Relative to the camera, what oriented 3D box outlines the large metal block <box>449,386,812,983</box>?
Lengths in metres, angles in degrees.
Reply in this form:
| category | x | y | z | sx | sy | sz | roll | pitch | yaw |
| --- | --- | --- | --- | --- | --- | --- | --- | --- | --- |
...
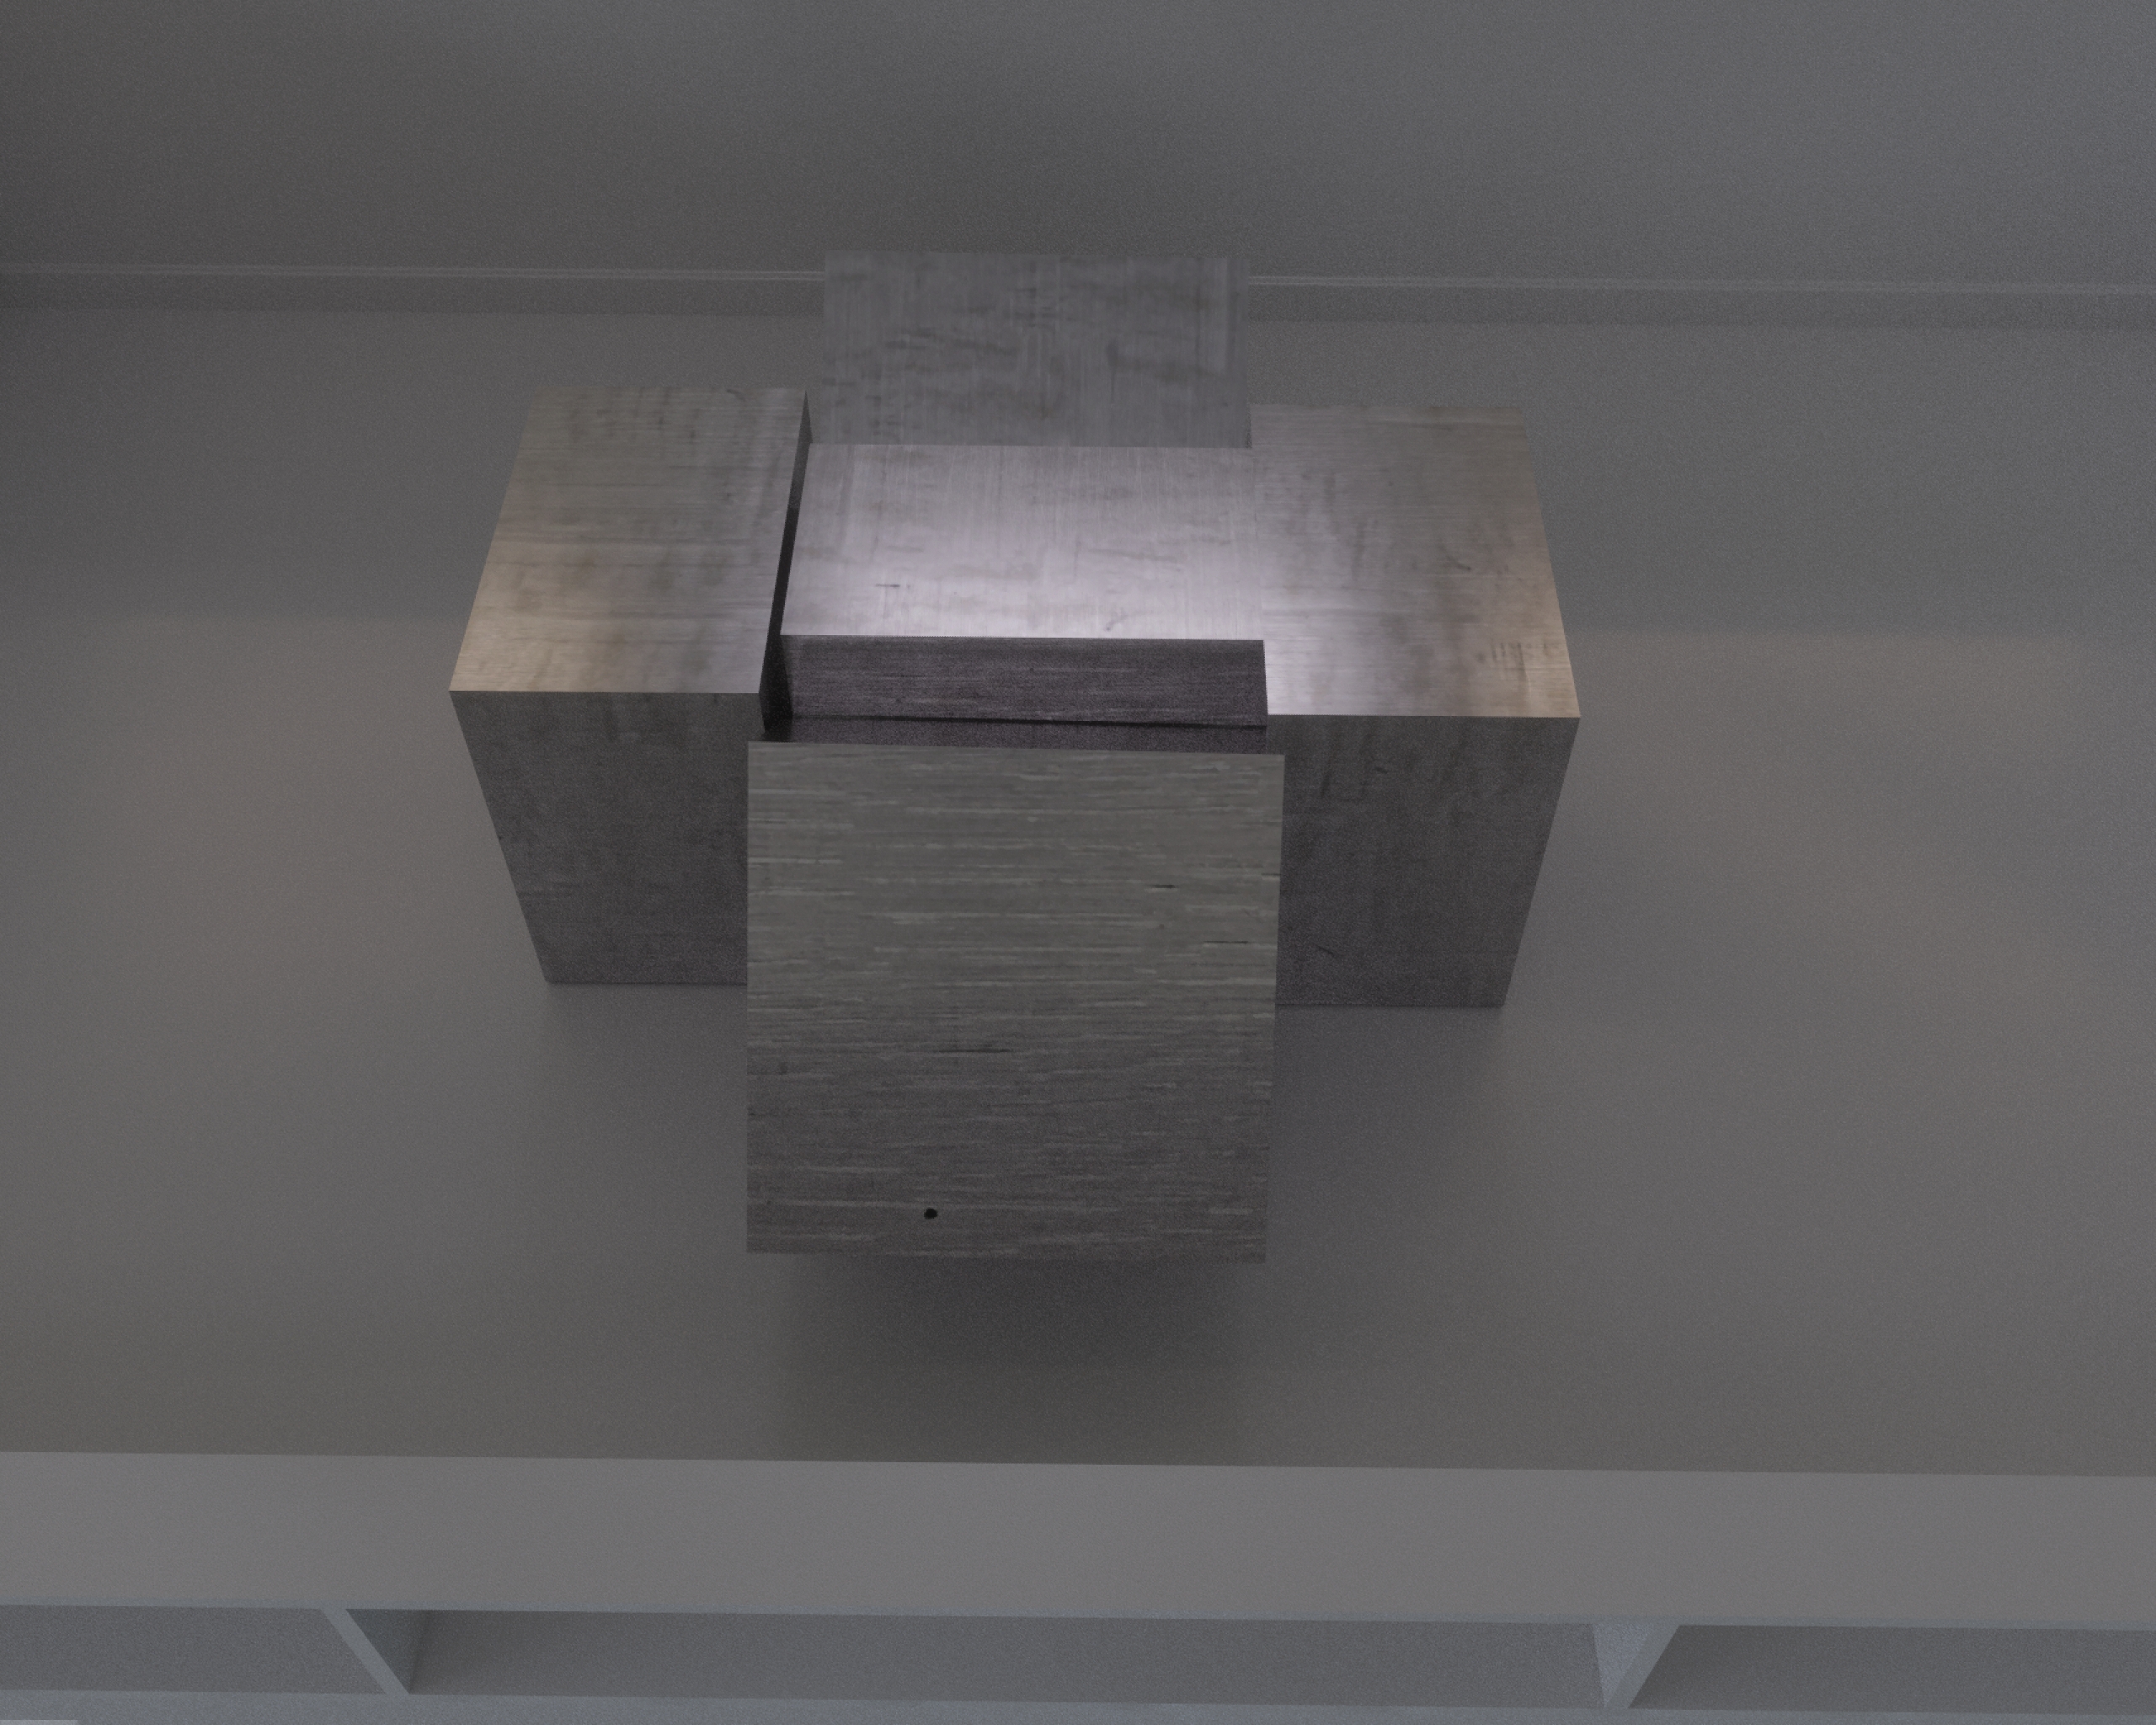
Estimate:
| category | x | y | z | sx | sy | sz | roll | pitch | yaw |
| --- | --- | --- | --- | --- | --- | --- | --- | --- | --- |
| large metal block | -0.076 | -0.033 | 0.395 | 0.050 | 0.080 | 0.080 | 1 | 50 | 0 |

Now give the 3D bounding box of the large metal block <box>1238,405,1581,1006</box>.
| category | x | y | z | sx | sy | sz | roll | pitch | yaw |
| --- | --- | --- | --- | --- | --- | --- | --- | --- | --- |
| large metal block | 0.057 | -0.029 | 0.392 | 0.050 | 0.080 | 0.080 | 1 | 50 | 1 |

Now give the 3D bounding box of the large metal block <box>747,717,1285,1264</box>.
| category | x | y | z | sx | sy | sz | roll | pitch | yaw |
| --- | --- | --- | --- | --- | --- | --- | --- | --- | --- |
| large metal block | -0.010 | 0.019 | 0.343 | 0.081 | 0.079 | 0.050 | 1 | 8 | -1 |

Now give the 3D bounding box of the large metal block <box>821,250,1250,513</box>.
| category | x | y | z | sx | sy | sz | roll | pitch | yaw |
| --- | --- | --- | --- | --- | --- | --- | --- | --- | --- |
| large metal block | -0.007 | -0.089 | 0.435 | 0.080 | 0.080 | 0.050 | 1 | 88 | 1 |

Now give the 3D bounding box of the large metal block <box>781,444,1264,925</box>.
| category | x | y | z | sx | sy | sz | roll | pitch | yaw |
| --- | --- | --- | --- | --- | --- | --- | --- | --- | --- |
| large metal block | -0.009 | -0.031 | 0.394 | 0.080 | 0.080 | 0.050 | 1 | 50 | 0 |
